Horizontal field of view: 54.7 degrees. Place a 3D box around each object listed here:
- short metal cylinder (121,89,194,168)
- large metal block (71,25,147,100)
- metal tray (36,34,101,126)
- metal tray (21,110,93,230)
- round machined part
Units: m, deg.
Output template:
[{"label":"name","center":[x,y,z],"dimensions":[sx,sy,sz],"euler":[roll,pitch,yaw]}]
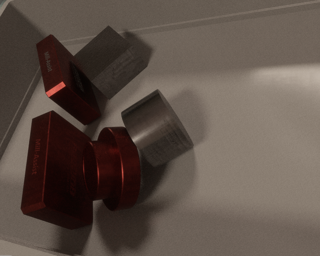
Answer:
[{"label":"short metal cylinder","center":[-0.002,0.000,0.370],"dimensions":[0.050,0.080,0.080],"euler":[-32,52,7]},{"label":"large metal block","center":[-0.081,-0.105,0.495],"dimensions":[0.080,0.050,0.080],"euler":[-42,51,-1]},{"label":"metal tray","center":[-0.143,-0.076,0.482],"dimensions":[0.030,0.090,0.130],"euler":[-32,52,7]},{"label":"metal tray","center":[-0.125,0.053,0.394],"dimensions":[0.030,0.090,0.130],"euler":[-20,54,16]},{"label":"round machined part","center":[-0.062,0.048,0.361],"dimensions":[0.098,0.042,0.097],"euler":[10,101,61]}]
